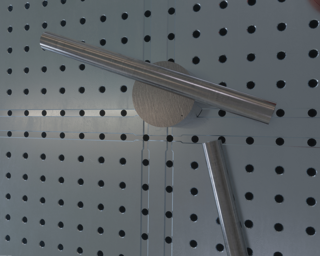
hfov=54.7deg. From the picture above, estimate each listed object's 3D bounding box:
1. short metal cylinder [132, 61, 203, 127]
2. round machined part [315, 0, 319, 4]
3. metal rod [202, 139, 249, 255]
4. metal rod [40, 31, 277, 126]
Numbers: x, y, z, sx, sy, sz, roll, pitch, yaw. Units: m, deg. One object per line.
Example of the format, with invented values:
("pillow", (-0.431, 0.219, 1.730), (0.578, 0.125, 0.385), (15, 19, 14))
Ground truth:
("short metal cylinder", (0.012, -0.041, 0.395), (0.080, 0.050, 0.080), (0, 90, 20))
("round machined part", (0.211, -0.177, 0.329), (0.098, 0.042, 0.097), (0, 90, 20))
("metal rod", (0.097, 0.162, 0.378), (0.025, 0.025, 0.298), (-14, 85, 19))
("metal rod", (-0.018, -0.065, 0.365), (0.301, 0.025, 0.025), (21, 97, 18))
